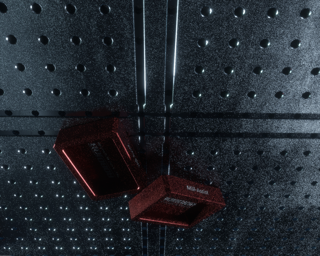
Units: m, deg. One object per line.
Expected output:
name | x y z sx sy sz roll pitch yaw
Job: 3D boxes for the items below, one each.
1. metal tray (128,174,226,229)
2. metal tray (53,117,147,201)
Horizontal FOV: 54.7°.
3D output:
metal tray | 0.028 0.120 0.489 0.131 0.030 0.090 22 128 -37
metal tray | -0.081 0.050 0.449 0.090 0.030 0.129 -13 129 10
